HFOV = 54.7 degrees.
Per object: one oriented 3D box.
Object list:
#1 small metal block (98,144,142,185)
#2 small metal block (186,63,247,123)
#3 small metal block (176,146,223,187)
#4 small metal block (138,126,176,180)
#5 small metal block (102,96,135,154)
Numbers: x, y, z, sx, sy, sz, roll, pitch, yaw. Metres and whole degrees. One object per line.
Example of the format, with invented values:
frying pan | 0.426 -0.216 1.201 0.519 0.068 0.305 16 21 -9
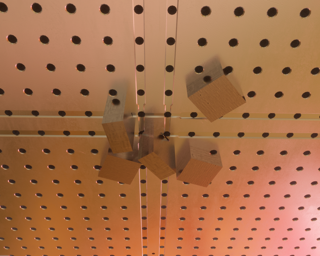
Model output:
small metal block | -0.059 0.053 0.456 0.050 0.025 0.050 17 128 -15
small metal block | 0.068 -0.041 0.378 0.050 0.025 0.050 -32 124 24
small metal block | 0.057 0.059 0.463 0.050 0.025 0.050 17 128 -14
small metal block | -0.004 0.034 0.425 0.025 0.050 0.050 -30 125 22
small metal block | -0.051 -0.004 0.391 0.025 0.050 0.050 -8 130 6
